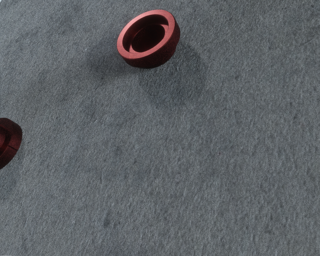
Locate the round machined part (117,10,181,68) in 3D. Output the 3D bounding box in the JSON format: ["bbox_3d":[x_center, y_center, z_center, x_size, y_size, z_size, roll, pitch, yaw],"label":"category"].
[{"bbox_3d":[-0.014,-0.132,0.480,0.098,0.042,0.098,-13,56,20],"label":"round machined part"}]

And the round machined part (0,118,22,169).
[{"bbox_3d":[-0.289,0.024,0.527,0.098,0.042,0.098,-13,56,20],"label":"round machined part"}]
